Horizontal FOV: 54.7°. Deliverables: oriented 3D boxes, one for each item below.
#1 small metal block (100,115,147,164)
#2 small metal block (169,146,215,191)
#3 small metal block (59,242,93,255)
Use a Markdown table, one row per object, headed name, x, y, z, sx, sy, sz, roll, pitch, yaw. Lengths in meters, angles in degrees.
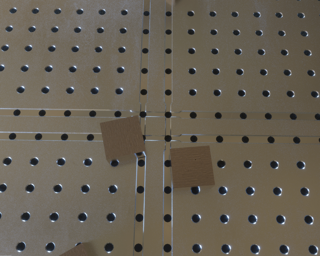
| name | x | y | z | sx | sy | sz | roll | pitch | yaw |
| --- | --- | --- | --- | --- | --- | --- | --- | --- | --- |
| small metal block | -0.048 | 0.015 | 0.406 | 0.050 | 0.025 | 0.050 | -12 | 71 | -5 |
| small metal block | 0.039 | 0.052 | 0.393 | 0.050 | 0.025 | 0.050 | -4 | 70 | -2 |
| small metal block | -0.097 | 0.166 | 0.350 | 0.050 | 0.025 | 0.050 | -28 | 73 | -10 |
